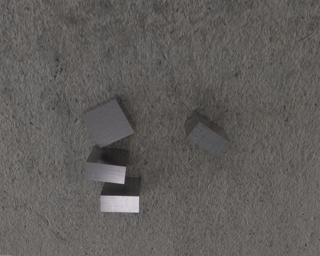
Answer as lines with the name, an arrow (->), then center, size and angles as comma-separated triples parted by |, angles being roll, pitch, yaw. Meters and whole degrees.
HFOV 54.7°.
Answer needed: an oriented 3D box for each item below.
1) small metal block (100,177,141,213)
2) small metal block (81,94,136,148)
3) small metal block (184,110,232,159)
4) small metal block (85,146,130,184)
small metal block -> -0.053, 0.091, 0.429 | 0.050, 0.050, 0.025 | 2, 110, -1
small metal block -> -0.066, -0.009, 0.406 | 0.050, 0.025, 0.050 | -25, 109, 8
small metal block -> 0.060, 0.007, 0.399 | 0.050, 0.050, 0.025 | 33, 107, -12
small metal block -> -0.069, 0.048, 0.413 | 0.050, 0.050, 0.025 | 7, 110, -3
